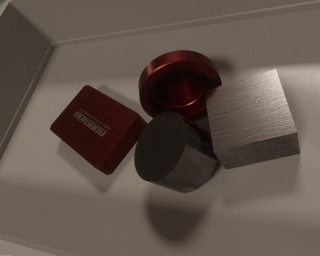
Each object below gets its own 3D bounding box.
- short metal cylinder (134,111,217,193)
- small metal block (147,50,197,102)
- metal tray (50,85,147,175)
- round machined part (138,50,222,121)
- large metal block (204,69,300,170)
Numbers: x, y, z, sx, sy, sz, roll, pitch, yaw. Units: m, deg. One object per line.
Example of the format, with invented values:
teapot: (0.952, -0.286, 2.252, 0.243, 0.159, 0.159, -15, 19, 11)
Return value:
short metal cylinder: (0.017, 0.028, 0.347, 0.080, 0.050, 0.080, -28, 49, 38)
small metal block: (0.017, -0.070, 0.418, 0.050, 0.050, 0.025, -20, 32, 16)
metal tray: (-0.092, -0.002, 0.450, 0.130, 0.030, 0.090, 30, 78, 37)
round machined part: (0.023, -0.054, 0.380, 0.098, 0.098, 0.042, -22, 45, 14)
large metal block: (0.100, -0.008, 0.342, 0.080, 0.050, 0.080, -16, 55, 19)
